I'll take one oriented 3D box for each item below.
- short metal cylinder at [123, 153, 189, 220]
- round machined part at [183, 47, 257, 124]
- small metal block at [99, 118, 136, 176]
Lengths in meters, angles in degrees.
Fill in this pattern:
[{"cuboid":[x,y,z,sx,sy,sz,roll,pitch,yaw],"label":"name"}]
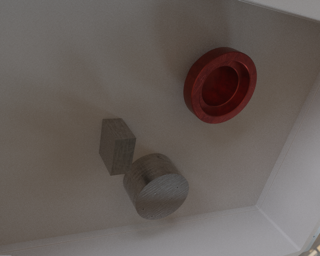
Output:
[{"cuboid":[-0.006,0.083,0.442,0.081,0.050,0.079,-14,125,-21],"label":"short metal cylinder"},{"cuboid":[0.073,-0.058,0.404,0.099,0.042,0.097,-14,125,-21],"label":"round machined part"},{"cuboid":[-0.053,0.022,0.378,0.025,0.050,0.050,-3,120,-27],"label":"small metal block"}]
